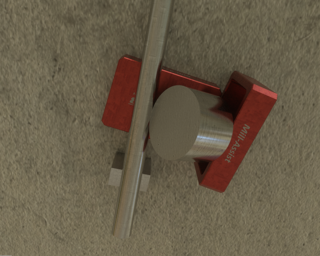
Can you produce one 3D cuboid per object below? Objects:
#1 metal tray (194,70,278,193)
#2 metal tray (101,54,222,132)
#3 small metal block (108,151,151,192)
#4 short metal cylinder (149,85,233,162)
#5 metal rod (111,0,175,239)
[{"bbox_3d":[0.084,0.002,0.378,0.030,0.090,0.129,22,109,-8],"label":"metal tray"},{"bbox_3d":[0.001,-0.031,0.396,0.131,0.030,0.089,17,109,-7],"label":"metal tray"},{"bbox_3d":[-0.040,0.058,0.418,0.050,0.050,0.025,12,110,-5],"label":"small metal block"},{"bbox_3d":[0.033,-0.003,0.342,0.050,0.080,0.079,9,114,-39],"label":"short metal cylinder"},{"bbox_3d":[-0.021,-0.010,0.365,0.025,0.025,0.298,10,101,-4],"label":"metal rod"}]
